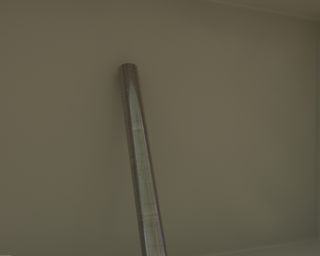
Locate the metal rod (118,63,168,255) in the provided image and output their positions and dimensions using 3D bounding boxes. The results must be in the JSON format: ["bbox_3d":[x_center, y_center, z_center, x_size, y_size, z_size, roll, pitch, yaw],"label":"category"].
[{"bbox_3d":[-0.017,0.059,0.338,0.025,0.025,0.299,-1,65,-20],"label":"metal rod"}]
